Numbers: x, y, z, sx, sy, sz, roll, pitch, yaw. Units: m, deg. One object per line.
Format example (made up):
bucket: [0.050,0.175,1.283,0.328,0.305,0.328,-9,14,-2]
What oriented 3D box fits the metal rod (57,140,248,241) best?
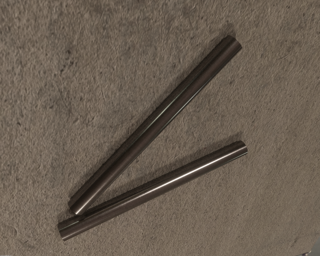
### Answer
metal rod: [0.000,0.087,0.462,0.302,0.025,0.025,-22,127,-15]

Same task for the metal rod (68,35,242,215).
metal rod: [-0.009,-0.001,0.402,0.300,0.025,0.025,-46,130,4]
